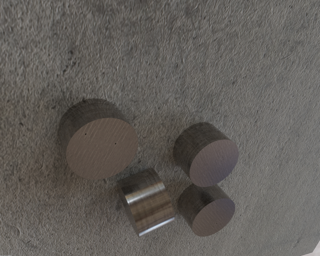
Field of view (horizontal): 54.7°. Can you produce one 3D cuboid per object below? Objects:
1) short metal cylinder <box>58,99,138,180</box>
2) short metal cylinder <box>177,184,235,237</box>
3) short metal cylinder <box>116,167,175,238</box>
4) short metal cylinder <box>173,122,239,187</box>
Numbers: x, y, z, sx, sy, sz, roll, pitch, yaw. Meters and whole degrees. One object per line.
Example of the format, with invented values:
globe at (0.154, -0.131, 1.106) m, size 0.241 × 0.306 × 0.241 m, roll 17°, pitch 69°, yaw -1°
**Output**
short metal cylinder at (-0.072, 0.012, 0.359) m, size 0.081 × 0.050 × 0.079 m, roll -14°, pitch 124°, yaw -21°
short metal cylinder at (0.076, 0.132, 0.514) m, size 0.081 × 0.050 × 0.079 m, roll -14°, pitch 124°, yaw -21°
short metal cylinder at (-0.021, 0.100, 0.421) m, size 0.050 × 0.080 × 0.080 m, roll -21°, pitch 127°, yaw -16°
short metal cylinder at (0.066, 0.038, 0.450) m, size 0.081 × 0.050 × 0.079 m, roll -14°, pitch 124°, yaw -21°
